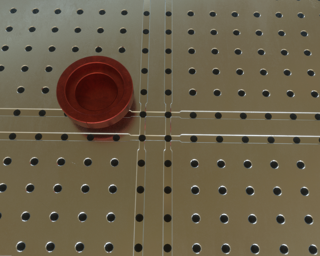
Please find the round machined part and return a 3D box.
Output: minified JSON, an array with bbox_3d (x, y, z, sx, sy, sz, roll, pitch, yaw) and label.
[{"bbox_3d":[-0.084,-0.045,0.418,0.099,0.042,0.098,0,70,-1],"label":"round machined part"}]
